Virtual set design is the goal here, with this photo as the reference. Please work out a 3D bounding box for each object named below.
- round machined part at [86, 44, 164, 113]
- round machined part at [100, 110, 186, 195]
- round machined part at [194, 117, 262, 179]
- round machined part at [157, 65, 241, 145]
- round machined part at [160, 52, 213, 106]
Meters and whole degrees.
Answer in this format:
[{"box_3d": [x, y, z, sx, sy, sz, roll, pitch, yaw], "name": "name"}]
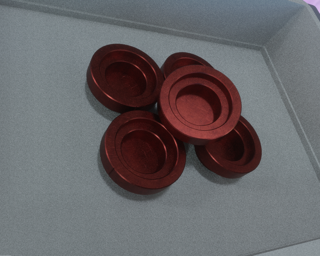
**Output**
[{"box_3d": [-0.047, -0.058, 0.404, 0.099, 0.042, 0.098, 14, 56, -21], "name": "round machined part"}, {"box_3d": [-0.023, 0.031, 0.363, 0.099, 0.042, 0.098, 14, 56, -21], "name": "round machined part"}, {"box_3d": [0.087, 0.024, 0.427, 0.099, 0.042, 0.098, 14, 56, -21], "name": "round machined part"}, {"box_3d": [0.045, -0.025, 0.379, 0.099, 0.042, 0.098, 3, 68, -8], "name": "round machined part"}, {"box_3d": [0.041, -0.059, 0.453, 0.099, 0.042, 0.098, 14, 56, -21], "name": "round machined part"}]
